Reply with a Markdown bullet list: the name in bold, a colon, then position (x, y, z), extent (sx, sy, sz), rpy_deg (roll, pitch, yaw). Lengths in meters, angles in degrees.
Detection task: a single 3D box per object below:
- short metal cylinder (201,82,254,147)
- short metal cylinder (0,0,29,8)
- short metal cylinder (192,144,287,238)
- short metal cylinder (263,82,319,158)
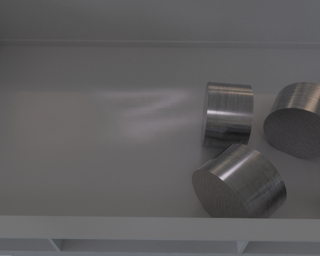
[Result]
- **short metal cylinder**: position (0.080, -0.015, 0.383), extent (0.050, 0.080, 0.080), rpy_deg (5, 50, 4)
- **short metal cylinder**: position (-0.313, -0.290, 0.633), extent (0.081, 0.050, 0.080), rpy_deg (0, 50, 0)
- **short metal cylinder**: position (0.079, 0.063, 0.317), extent (0.050, 0.080, 0.080), rpy_deg (-32, 57, -24)
- **short metal cylinder**: position (0.174, -0.009, 0.378), extent (0.080, 0.080, 0.050), rpy_deg (24, 54, 19)
